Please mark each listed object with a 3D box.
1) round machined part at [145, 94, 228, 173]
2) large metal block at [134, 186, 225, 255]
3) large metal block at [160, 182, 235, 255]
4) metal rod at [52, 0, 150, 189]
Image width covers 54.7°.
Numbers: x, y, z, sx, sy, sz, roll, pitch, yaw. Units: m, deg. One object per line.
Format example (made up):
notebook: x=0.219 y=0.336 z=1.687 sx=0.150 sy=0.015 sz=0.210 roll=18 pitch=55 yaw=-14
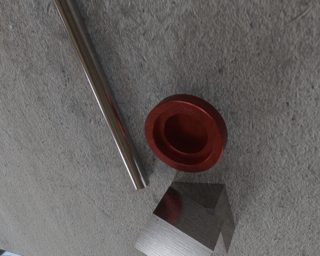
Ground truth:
round machined part: x=0.034 y=0.003 z=0.379 sx=0.098 sy=0.042 sz=0.097 roll=13 pitch=124 yaw=20
large metal block: x=0.023 y=0.135 z=0.396 sx=0.080 sy=0.050 sz=0.079 roll=30 pitch=128 yaw=8
large metal block: x=0.054 y=0.125 z=0.438 sx=0.080 sy=0.050 sz=0.080 roll=-3 pitch=117 yaw=29
metal rod: x=-0.075 y=-0.044 z=0.417 sx=0.025 sy=0.025 sz=0.298 roll=-6 pitch=116 yaw=31
